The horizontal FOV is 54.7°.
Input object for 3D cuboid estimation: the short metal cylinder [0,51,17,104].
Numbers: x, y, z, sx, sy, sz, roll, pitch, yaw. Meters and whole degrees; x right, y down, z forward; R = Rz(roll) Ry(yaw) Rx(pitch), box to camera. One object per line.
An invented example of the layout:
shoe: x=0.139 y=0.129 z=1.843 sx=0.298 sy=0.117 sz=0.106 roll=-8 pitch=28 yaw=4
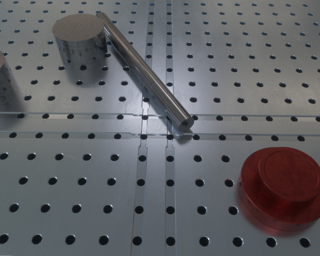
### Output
short metal cylinder: x=-0.259 y=-0.074 z=0.451 sx=0.081 sy=0.050 sz=0.080 roll=0 pitch=50 yaw=0

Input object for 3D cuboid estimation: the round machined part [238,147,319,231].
round machined part: x=0.141 y=0.060 z=0.347 sx=0.099 sy=0.042 sz=0.098 roll=0 pitch=50 yaw=0

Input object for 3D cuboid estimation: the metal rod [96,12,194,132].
metal rod: x=-0.038 y=-0.104 z=0.494 sx=0.025 sy=0.025 sz=0.300 roll=-23 pitch=54 yaw=-18

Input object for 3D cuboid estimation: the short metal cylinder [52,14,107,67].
short metal cylinder: x=-0.130 y=-0.146 z=0.513 sx=0.081 sy=0.050 sz=0.080 roll=0 pitch=50 yaw=0
